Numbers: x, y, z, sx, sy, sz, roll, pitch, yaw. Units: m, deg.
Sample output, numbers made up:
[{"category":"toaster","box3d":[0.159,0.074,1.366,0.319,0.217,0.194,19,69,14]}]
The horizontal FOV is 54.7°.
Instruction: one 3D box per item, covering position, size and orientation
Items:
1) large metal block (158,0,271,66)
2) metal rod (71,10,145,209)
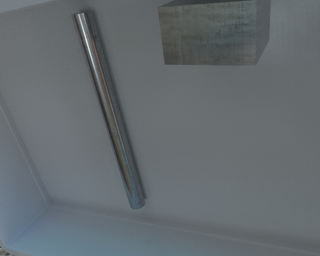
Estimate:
[{"category":"large metal block","box3d":[0.054,-0.095,0.285,0.080,0.080,0.050,6,121,25]},{"category":"metal rod","box3d":[-0.065,-0.007,0.436,0.025,0.025,0.298,2,120,27]}]
